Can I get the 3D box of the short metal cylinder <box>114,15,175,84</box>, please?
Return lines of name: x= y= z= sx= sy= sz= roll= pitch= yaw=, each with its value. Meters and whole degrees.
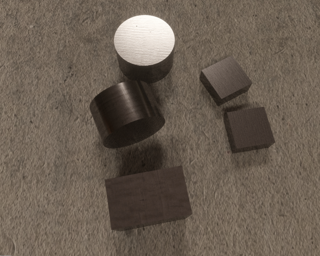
short metal cylinder: x=-0.021 y=-0.109 z=0.435 sx=0.081 sy=0.050 sz=0.080 roll=0 pitch=70 yaw=0

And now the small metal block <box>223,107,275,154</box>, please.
small metal block: x=0.116 y=0.003 z=0.409 sx=0.050 sy=0.025 sz=0.050 roll=-9 pitch=70 yaw=-4

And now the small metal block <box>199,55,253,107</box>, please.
small metal block: x=0.091 y=-0.066 z=0.433 sx=0.050 sy=0.025 sz=0.050 roll=-28 pitch=73 yaw=-10

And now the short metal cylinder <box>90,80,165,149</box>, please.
short metal cylinder: x=-0.040 y=-0.015 z=0.384 sx=0.080 sy=0.080 sz=0.050 roll=-22 pitch=72 yaw=-8

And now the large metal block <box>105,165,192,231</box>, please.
large metal block: x=-0.012 y=0.082 z=0.349 sx=0.081 sy=0.080 sz=0.050 roll=-10 pitch=71 yaw=-4
